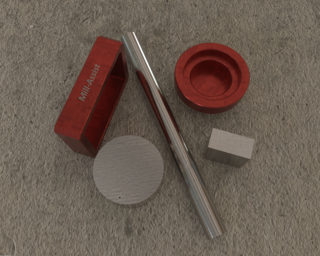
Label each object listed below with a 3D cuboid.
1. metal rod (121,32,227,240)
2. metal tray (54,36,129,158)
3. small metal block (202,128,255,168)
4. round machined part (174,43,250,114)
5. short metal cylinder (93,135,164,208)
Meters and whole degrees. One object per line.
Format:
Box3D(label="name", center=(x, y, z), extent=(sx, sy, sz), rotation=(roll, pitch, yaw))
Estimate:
Box3D(label="metal rod", center=(0.011, -0.003, 0.411), extent=(0.025, 0.025, 0.299), rotation=(-21, 72, -8))
Box3D(label="metal tray", center=(-0.079, -0.036, 0.387), extent=(0.030, 0.090, 0.130), rotation=(17, 71, 6))
Box3D(label="small metal block", center=(0.083, 0.026, 0.385), extent=(0.050, 0.050, 0.025), rotation=(16, 71, 5))
Box3D(label="round machined part", center=(0.068, -0.064, 0.424), extent=(0.099, 0.042, 0.098), rotation=(0, 70, -1))
Box3D(label="short metal cylinder", center=(-0.036, 0.054, 0.375), extent=(0.081, 0.050, 0.080), rotation=(0, 70, 0))
